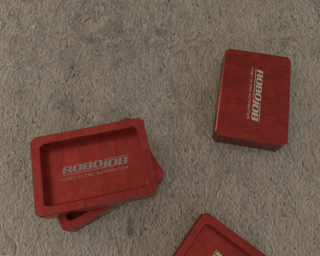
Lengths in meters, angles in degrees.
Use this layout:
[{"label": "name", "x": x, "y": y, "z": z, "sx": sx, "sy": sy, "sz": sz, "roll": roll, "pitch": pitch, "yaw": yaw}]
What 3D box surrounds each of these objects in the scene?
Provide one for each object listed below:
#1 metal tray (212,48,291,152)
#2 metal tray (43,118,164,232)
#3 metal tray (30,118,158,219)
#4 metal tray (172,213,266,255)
[{"label": "metal tray", "x": 0.125, "y": -0.040, "z": 0.421, "sx": 0.090, "sy": 0.030, "sz": 0.130, "roll": 10, "pitch": 70, "yaw": 3}, {"label": "metal tray", "x": -0.072, "y": 0.056, "z": 0.384, "sx": 0.131, "sy": 0.030, "sz": 0.090, "roll": -28, "pitch": 73, "yaw": -10}, {"label": "metal tray", "x": -0.075, "y": 0.045, "z": 0.355, "sx": 0.131, "sy": 0.030, "sz": 0.090, "roll": -11, "pitch": 70, "yaw": -4}, {"label": "metal tray", "x": 0.048, "y": 0.173, "z": 0.342, "sx": 0.090, "sy": 0.030, "sz": 0.130, "roll": 35, "pitch": 73, "yaw": 12}]
